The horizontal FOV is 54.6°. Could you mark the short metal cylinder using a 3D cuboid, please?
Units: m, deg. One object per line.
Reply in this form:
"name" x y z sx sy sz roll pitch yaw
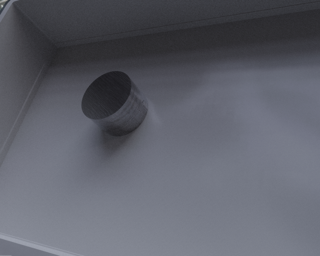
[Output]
"short metal cylinder" -0.064 -0.035 0.446 0.080 0.050 0.080 -13 56 21
